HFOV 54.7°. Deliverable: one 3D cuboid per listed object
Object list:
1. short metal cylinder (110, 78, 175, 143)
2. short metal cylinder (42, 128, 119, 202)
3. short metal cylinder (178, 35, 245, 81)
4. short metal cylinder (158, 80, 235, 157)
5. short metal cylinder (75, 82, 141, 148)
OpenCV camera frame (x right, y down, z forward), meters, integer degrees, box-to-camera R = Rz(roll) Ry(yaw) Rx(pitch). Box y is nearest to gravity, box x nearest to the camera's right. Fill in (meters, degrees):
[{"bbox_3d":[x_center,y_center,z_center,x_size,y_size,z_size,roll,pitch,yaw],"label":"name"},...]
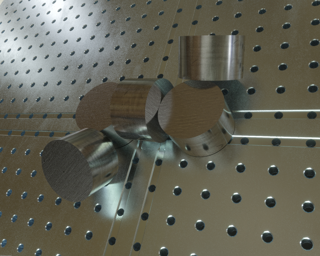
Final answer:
[{"bbox_3d":[-0.018,-0.023,0.395,0.050,0.080,0.080,5,64,30],"label":"short metal cylinder"},{"bbox_3d":[-0.100,0.045,0.389,0.080,0.050,0.079,9,110,26],"label":"short metal cylinder"},{"bbox_3d":[0.063,-0.088,0.385,0.080,0.081,0.050,9,108,32],"label":"short metal cylinder"},{"bbox_3d":[0.045,-0.012,0.374,0.080,0.050,0.080,-13,56,20],"label":"short metal cylinder"},{"bbox_3d":[-0.070,-0.018,0.437,0.080,0.050,0.080,-13,56,20],"label":"short metal cylinder"}]
